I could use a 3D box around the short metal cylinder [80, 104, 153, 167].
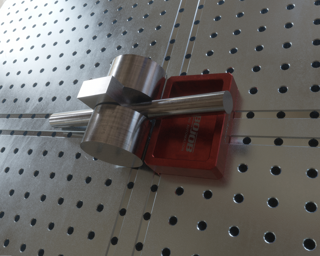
[{"bbox_3d":[-0.054,0.012,0.393,0.080,0.080,0.050,2,63,29],"label":"short metal cylinder"}]

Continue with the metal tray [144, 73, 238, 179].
[{"bbox_3d":[0.041,-0.006,0.387,0.090,0.030,0.130,1,62,28],"label":"metal tray"}]

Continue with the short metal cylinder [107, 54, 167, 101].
[{"bbox_3d":[-0.035,-0.055,0.423,0.080,0.080,0.050,1,62,28],"label":"short metal cylinder"}]

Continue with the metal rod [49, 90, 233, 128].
[{"bbox_3d":[-0.049,-0.020,0.416,0.300,0.025,0.025,-4,60,36],"label":"metal rod"}]

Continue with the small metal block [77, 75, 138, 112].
[{"bbox_3d":[-0.065,-0.038,0.389,0.050,0.050,0.025,-4,60,36],"label":"small metal block"}]
